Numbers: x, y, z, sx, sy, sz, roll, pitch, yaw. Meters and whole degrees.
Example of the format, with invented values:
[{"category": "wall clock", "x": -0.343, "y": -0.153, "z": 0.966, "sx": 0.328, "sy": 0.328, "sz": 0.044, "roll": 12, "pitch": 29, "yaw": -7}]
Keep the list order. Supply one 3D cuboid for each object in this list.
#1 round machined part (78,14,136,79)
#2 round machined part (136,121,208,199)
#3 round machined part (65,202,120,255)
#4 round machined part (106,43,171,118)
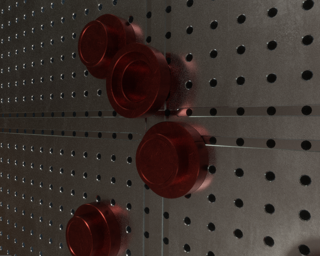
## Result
[{"category": "round machined part", "x": -0.086, "y": -0.123, "z": 0.467, "sx": 0.098, "sy": 0.042, "sz": 0.097, "roll": 0, "pitch": 90, "yaw": 39}, {"category": "round machined part", "x": 0.008, "y": 0.040, "z": 0.390, "sx": 0.098, "sy": 0.042, "sz": 0.097, "roll": 0, "pitch": 90, "yaw": 39}, {"category": "round machined part", "x": -0.111, "y": 0.169, "z": 0.487, "sx": 0.098, "sy": 0.042, "sz": 0.097, "roll": 0, "pitch": 90, "yaw": 39}, {"category": "round machined part", "x": -0.024, "y": -0.061, "z": 0.416, "sx": 0.098, "sy": 0.042, "sz": 0.097, "roll": 0, "pitch": 90, "yaw": 39}]
